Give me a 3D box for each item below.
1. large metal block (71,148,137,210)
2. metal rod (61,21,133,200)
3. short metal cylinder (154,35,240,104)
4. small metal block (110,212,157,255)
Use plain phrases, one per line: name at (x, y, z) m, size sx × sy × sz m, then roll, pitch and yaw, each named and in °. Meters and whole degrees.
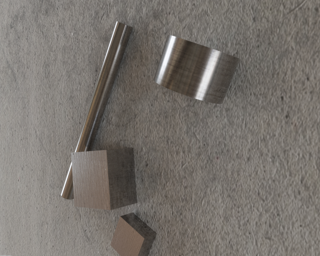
large metal block at (-0.083, 0.072, 0.455) m, size 0.080 × 0.050 × 0.080 m, roll -7°, pitch 85°, yaw 39°
metal rod at (-0.104, -0.017, 0.487) m, size 0.025 × 0.025 × 0.298 m, roll 34°, pitch 111°, yaw 34°
short metal cylinder at (0.039, -0.064, 0.336) m, size 0.080 × 0.081 × 0.050 m, roll 30°, pitch 109°, yaw 35°
small metal block at (-0.038, 0.156, 0.434) m, size 0.050 × 0.025 × 0.050 m, roll 31°, pitch 109°, yaw 35°
